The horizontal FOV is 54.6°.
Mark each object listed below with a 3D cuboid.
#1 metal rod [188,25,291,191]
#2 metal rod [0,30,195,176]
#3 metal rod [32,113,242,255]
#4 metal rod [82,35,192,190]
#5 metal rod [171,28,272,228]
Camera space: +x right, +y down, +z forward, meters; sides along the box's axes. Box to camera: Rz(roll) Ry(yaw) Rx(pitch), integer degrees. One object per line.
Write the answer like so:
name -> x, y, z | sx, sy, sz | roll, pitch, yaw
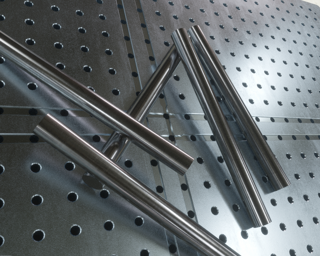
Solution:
metal rod -> 0.119, -0.042, 0.496 | 0.025, 0.025, 0.299 | -13, 68, -33
metal rod -> -0.093, -0.038, 0.358 | 0.301, 0.025, 0.025 | 33, 51, 3
metal rod -> -0.001, 0.087, 0.331 | 0.301, 0.025, 0.025 | 39, 51, -11
metal rod -> -0.015, -0.044, 0.426 | 0.025, 0.025, 0.301 | 34, 51, -6
metal rod -> 0.081, -0.010, 0.439 | 0.025, 0.025, 0.299 | -12, 73, -33
